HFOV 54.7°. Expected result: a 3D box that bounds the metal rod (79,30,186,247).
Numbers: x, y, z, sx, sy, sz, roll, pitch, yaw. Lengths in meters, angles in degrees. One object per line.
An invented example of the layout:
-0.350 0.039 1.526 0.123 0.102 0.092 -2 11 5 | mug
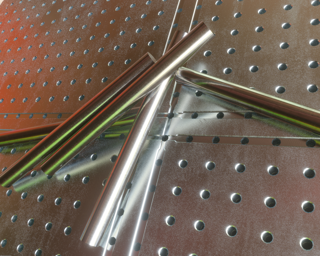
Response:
-0.026 0.003 0.403 0.025 0.025 0.299 14 73 33 | metal rod

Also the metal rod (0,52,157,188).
-0.125 -0.004 0.444 0.300 0.025 0.025 -36 51 15 | metal rod

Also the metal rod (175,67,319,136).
0.138 -0.020 0.347 0.300 0.025 0.025 27 76 36 | metal rod

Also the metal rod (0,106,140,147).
-0.160 0.003 0.488 0.301 0.025 0.025 -9 58 23 | metal rod

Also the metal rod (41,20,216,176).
-0.054 -0.029 0.411 0.299 0.025 0.025 -38 50 18 | metal rod
